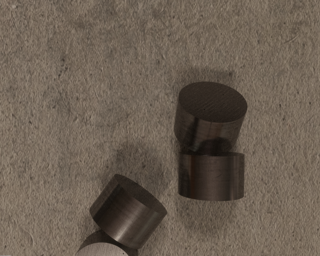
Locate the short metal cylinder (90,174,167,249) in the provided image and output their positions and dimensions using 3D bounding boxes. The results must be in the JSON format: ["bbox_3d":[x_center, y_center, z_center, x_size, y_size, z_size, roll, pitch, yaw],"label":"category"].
[{"bbox_3d":[-0.038,0.101,0.382,0.080,0.080,0.050,36,90,-1],"label":"short metal cylinder"}]

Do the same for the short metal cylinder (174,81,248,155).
[{"bbox_3d":[0.060,-0.014,0.377,0.081,0.080,0.050,6,131,-1],"label":"short metal cylinder"}]

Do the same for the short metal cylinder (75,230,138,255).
[{"bbox_3d":[-0.070,0.177,0.397,0.081,0.050,0.079,0,90,-1],"label":"short metal cylinder"}]

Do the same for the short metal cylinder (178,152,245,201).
[{"bbox_3d":[0.063,0.056,0.383,0.081,0.080,0.050,1,90,-1],"label":"short metal cylinder"}]
